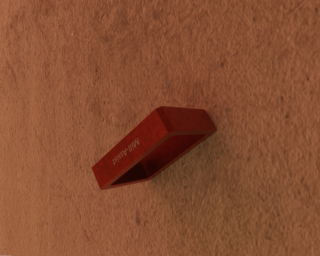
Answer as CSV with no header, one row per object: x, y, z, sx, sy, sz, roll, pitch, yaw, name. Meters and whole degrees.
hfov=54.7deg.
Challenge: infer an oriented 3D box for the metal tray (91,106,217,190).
-0.008,0.026,0.367,0.129,0.091,0.030,-41,66,32,metal tray
